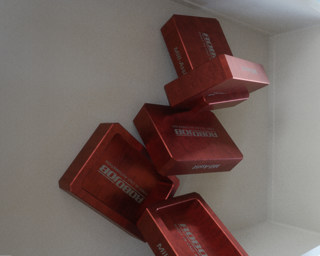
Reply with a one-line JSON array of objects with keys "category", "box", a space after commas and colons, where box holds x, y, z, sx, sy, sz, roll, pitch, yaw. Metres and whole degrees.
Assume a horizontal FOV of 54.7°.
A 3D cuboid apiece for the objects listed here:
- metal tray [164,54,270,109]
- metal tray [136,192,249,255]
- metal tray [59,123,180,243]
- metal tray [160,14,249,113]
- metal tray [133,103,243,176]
[{"category": "metal tray", "box": [0.079, -0.057, 0.413, 0.131, 0.090, 0.030, -6, 75, -52]}, {"category": "metal tray", "box": [0.044, 0.136, 0.344, 0.091, 0.130, 0.030, -2, 132, -43]}, {"category": "metal tray", "box": [-0.041, 0.066, 0.370, 0.130, 0.030, 0.090, 46, 62, -31]}, {"category": "metal tray", "box": [0.063, -0.090, 0.427, 0.091, 0.030, 0.129, -11, 76, -38]}, {"category": "metal tray", "box": [0.039, 0.014, 0.403, 0.131, 0.030, 0.090, 3, 46, -40]}]
